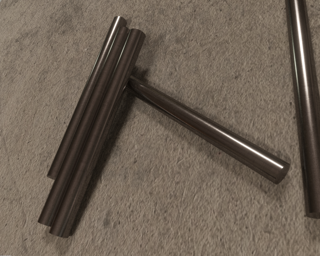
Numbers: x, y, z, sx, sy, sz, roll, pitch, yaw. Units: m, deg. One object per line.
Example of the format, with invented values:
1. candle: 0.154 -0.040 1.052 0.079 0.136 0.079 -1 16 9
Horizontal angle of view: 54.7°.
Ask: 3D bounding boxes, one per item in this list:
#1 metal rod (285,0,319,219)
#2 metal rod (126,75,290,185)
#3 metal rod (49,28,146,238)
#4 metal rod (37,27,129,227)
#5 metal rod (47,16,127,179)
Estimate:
1. metal rod: 0.164 -0.052 0.349 0.025 0.025 0.299 -6 59 25
2. metal rod: 0.024 -0.020 0.402 0.300 0.025 0.025 34 81 38
3. metal rod: -0.080 -0.004 0.424 0.025 0.025 0.299 10 73 32
4. metal rod: -0.100 -0.012 0.440 0.025 0.025 0.299 10 73 32
5. metal rod: -0.109 -0.060 0.495 0.025 0.025 0.300 2 62 29
